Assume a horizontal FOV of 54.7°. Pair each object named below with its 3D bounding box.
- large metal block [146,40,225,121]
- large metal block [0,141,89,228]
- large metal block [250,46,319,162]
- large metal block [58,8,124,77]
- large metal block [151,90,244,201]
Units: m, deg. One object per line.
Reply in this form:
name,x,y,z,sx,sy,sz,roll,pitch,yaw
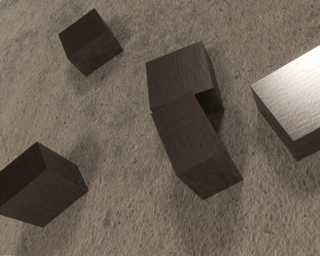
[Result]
large metal block,0.031,-0.055,0.405,0.080,0.050,0.080,-18,55,17
large metal block,-0.156,0.076,0.402,0.080,0.080,0.050,-39,51,1
large metal block,0.154,-0.025,0.322,0.080,0.050,0.080,-30,52,8
large metal block,-0.122,-0.150,0.541,0.080,0.050,0.080,-34,52,5
large metal block,0.041,0.021,0.334,0.050,0.080,0.080,-30,52,9
